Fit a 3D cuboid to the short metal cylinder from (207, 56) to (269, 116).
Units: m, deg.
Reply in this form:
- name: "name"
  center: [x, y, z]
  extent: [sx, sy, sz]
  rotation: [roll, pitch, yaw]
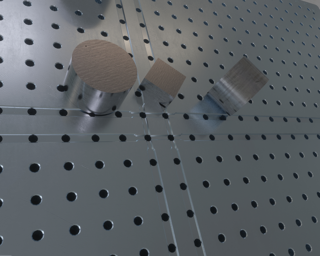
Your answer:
- name: "short metal cylinder"
  center: [0.118, -0.064, 0.475]
  extent: [0.050, 0.080, 0.080]
  rotation: [45, 51, 3]

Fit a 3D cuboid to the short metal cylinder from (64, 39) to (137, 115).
- name: "short metal cylinder"
  center: [-0.075, -0.064, 0.390]
  extent: [0.081, 0.050, 0.080]
  rotation: [14, 56, -21]

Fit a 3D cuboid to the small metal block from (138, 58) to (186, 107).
- name: "small metal block"
  center: [0.004, -0.066, 0.451]
  extent: [0.050, 0.025, 0.050]
  rotation: [33, 51, -7]
